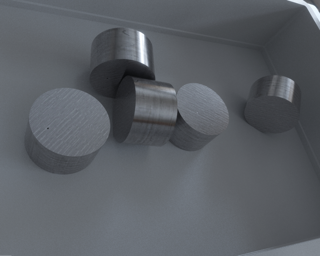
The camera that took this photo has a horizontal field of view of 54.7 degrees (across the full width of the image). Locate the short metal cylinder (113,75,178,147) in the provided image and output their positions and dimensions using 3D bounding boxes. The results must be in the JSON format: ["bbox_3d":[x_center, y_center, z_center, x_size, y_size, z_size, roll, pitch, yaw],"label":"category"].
[{"bbox_3d":[-0.020,-0.019,0.372,0.050,0.080,0.080,7,59,-25],"label":"short metal cylinder"}]

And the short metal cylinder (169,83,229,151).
[{"bbox_3d":[0.046,-0.015,0.425,0.081,0.050,0.080,14,56,-21],"label":"short metal cylinder"}]

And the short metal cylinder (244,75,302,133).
[{"bbox_3d":[0.180,-0.037,0.492,0.080,0.080,0.050,32,52,-8],"label":"short metal cylinder"}]

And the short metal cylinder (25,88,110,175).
[{"bbox_3d":[-0.100,0.004,0.334,0.081,0.050,0.080,14,56,-21],"label":"short metal cylinder"}]

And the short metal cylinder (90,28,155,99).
[{"bbox_3d":[-0.048,-0.080,0.395,0.081,0.080,0.050,9,58,-24],"label":"short metal cylinder"}]
